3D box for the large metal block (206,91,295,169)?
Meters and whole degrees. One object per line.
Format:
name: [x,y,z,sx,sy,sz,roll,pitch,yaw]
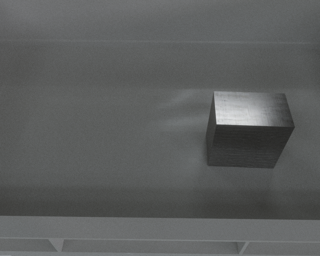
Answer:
large metal block: [0.100,0.004,0.367,0.080,0.080,0.050,2,50,2]
